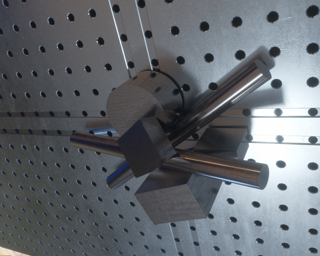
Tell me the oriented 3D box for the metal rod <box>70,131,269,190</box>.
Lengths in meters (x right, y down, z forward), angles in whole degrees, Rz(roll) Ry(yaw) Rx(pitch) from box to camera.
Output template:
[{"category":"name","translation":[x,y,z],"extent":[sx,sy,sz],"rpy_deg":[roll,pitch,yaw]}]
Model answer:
[{"category":"metal rod","translation":[-0.016,0.032,0.389],"extent":[0.300,0.025,0.025],"rpy_deg":[7,123,40]}]

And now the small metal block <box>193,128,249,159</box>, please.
[{"category":"small metal block","translation":[0.073,0.023,0.366],"extent":[0.050,0.050,0.025],"rpy_deg":[1,119,29]}]

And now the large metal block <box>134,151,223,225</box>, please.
[{"category":"large metal block","translation":[0.027,0.074,0.401],"extent":[0.080,0.080,0.050],"rpy_deg":[-19,108,35]}]

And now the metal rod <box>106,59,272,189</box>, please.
[{"category":"metal rod","translation":[0.015,0.014,0.408],"extent":[0.025,0.025,0.299],"rpy_deg":[47,129,-5]}]

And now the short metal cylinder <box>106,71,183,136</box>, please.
[{"category":"short metal cylinder","translation":[-0.019,-0.025,0.385],"extent":[0.080,0.050,0.079],"rpy_deg":[13,123,21]}]

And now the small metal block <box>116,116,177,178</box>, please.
[{"category":"small metal block","translation":[-0.017,0.022,0.353],"extent":[0.050,0.025,0.050],"rpy_deg":[-41,73,39]}]
